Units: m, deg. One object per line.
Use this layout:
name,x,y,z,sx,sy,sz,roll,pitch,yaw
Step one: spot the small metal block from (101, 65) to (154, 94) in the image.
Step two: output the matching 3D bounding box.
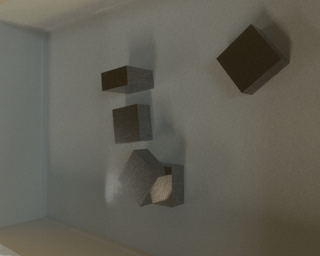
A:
small metal block,-0.045,-0.065,0.428,0.050,0.050,0.025,-6,86,40

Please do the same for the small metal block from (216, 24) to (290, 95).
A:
small metal block,0.097,-0.071,0.327,0.050,0.025,0.050,-44,64,31

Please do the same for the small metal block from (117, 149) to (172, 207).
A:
small metal block,-0.021,0.062,0.392,0.050,0.025,0.050,44,116,31

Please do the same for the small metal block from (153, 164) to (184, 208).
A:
small metal block,0.004,0.073,0.404,0.050,0.025,0.050,-1,89,40

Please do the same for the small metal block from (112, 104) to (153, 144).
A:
small metal block,-0.039,-0.005,0.440,0.050,0.025,0.050,-9,84,39
